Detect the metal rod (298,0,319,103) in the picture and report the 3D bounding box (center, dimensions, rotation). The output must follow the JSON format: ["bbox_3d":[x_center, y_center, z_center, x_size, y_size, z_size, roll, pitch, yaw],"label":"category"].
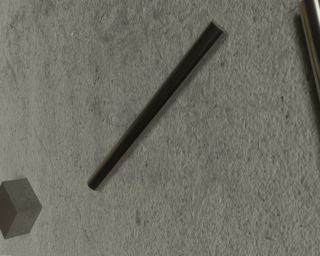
[{"bbox_3d":[0.164,0.029,0.268,0.025,0.025,0.298,-14,81,39],"label":"metal rod"}]

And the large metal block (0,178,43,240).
[{"bbox_3d":[-0.290,0.161,0.623,0.080,0.050,0.080,47,118,29],"label":"large metal block"}]

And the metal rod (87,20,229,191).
[{"bbox_3d":[-0.018,-0.012,0.417,0.298,0.025,0.025,-50,61,28],"label":"metal rod"}]
